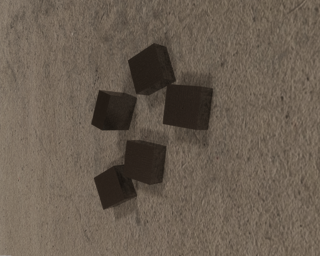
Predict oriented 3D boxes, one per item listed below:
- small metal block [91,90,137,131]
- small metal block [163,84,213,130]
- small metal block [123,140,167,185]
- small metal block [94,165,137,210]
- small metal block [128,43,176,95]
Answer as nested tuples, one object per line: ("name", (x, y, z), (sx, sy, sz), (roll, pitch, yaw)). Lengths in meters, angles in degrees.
("small metal block", (-0.065, -0.024, 0.440), (0.025, 0.050, 0.050), (26, 106, 37))
("small metal block", (0.033, -0.026, 0.376), (0.050, 0.025, 0.050), (11, 97, 39))
("small metal block", (-0.021, 0.045, 0.420), (0.050, 0.025, 0.050), (10, 97, 39))
("small metal block", (-0.067, 0.087, 0.458), (0.050, 0.025, 0.050), (-33, 70, 35))
("small metal block", (-0.012, -0.077, 0.413), (0.050, 0.025, 0.050), (-23, 75, 37))
